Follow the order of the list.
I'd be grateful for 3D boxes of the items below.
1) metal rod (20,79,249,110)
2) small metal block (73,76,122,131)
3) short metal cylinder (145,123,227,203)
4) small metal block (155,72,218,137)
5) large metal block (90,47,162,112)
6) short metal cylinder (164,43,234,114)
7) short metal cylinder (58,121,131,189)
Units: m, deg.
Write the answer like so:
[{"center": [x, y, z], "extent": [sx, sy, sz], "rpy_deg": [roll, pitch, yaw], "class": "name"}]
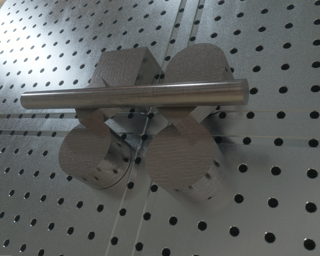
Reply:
[{"center": [-0.052, -0.036, 0.361], "extent": [0.300, 0.025, 0.025], "rpy_deg": [1, 62, 28], "class": "metal rod"}, {"center": [-0.084, -0.032, 0.409], "extent": [0.050, 0.025, 0.050], "rpy_deg": [-34, 51, 5], "class": "small metal block"}, {"center": [0.031, 0.039, 0.352], "extent": [0.080, 0.050, 0.080], "rpy_deg": [-13, 56, 21], "class": "short metal cylinder"}, {"center": [0.027, -0.027, 0.347], "extent": [0.050, 0.025, 0.050], "rpy_deg": [-42, 51, -1], "class": "small metal block"}, {"center": [-0.053, -0.070, 0.463], "extent": [0.080, 0.050, 0.080], "rpy_deg": [1, 62, 29], "class": "large metal block"}, {"center": [0.053, -0.063, 0.403], "extent": [0.080, 0.050, 0.080], "rpy_deg": [-13, 56, 21], "class": "short metal cylinder"}, {"center": [-0.087, 0.035, 0.415], "extent": [0.080, 0.050, 0.080], "rpy_deg": [-13, 56, 21], "class": "short metal cylinder"}]
